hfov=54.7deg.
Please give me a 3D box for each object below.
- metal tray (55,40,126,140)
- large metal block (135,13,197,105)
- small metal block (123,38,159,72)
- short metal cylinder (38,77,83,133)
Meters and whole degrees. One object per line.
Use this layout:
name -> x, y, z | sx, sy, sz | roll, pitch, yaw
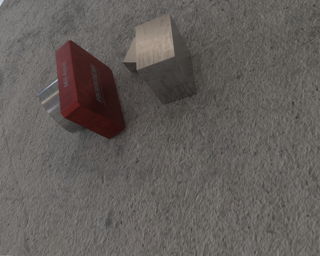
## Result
metal tray -> -0.100, -0.055, 0.444 | 0.030, 0.090, 0.130 | -34, 51, 21
large metal block -> 0.009, -0.091, 0.420 | 0.050, 0.080, 0.080 | -17, 55, 19
small metal block -> -0.023, -0.115, 0.487 | 0.050, 0.025, 0.050 | 7, 65, 31
short metal cylinder -> -0.132, -0.039, 0.462 | 0.050, 0.080, 0.080 | -38, 51, 3
